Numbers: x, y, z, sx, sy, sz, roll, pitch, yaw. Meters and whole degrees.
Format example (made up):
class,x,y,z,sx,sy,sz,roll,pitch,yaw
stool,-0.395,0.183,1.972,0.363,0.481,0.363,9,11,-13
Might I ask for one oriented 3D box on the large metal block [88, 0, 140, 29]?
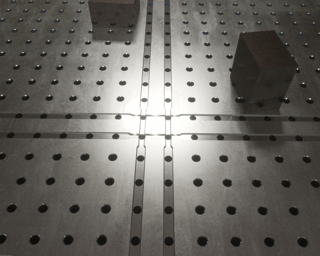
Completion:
class,x,y,z,sx,sy,sz,roll,pitch,yaw
large metal block,-0.083,-0.234,0.587,0.080,0.050,0.080,4,50,2

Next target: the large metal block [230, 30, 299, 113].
class,x,y,z,sx,sy,sz,roll,pitch,yaw
large metal block,0.143,-0.080,0.441,0.050,0.080,0.080,-6,51,-6
